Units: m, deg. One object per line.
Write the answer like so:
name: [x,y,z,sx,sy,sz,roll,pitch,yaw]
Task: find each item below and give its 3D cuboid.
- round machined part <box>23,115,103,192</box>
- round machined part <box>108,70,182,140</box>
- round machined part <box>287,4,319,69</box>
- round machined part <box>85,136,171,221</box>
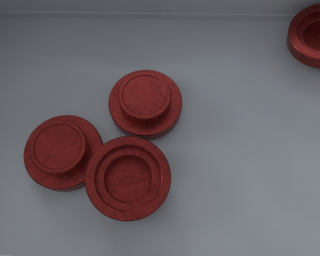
round machined part: [-0.122,0.028,0.389,0.099,0.042,0.098,0,70,0]
round machined part: [-0.020,-0.036,0.413,0.099,0.042,0.098,0,70,0]
round machined part: [0.232,-0.125,0.440,0.098,0.042,0.098,-5,66,12]
round machined part: [-0.038,0.062,0.374,0.099,0.042,0.098,2,73,-5]
